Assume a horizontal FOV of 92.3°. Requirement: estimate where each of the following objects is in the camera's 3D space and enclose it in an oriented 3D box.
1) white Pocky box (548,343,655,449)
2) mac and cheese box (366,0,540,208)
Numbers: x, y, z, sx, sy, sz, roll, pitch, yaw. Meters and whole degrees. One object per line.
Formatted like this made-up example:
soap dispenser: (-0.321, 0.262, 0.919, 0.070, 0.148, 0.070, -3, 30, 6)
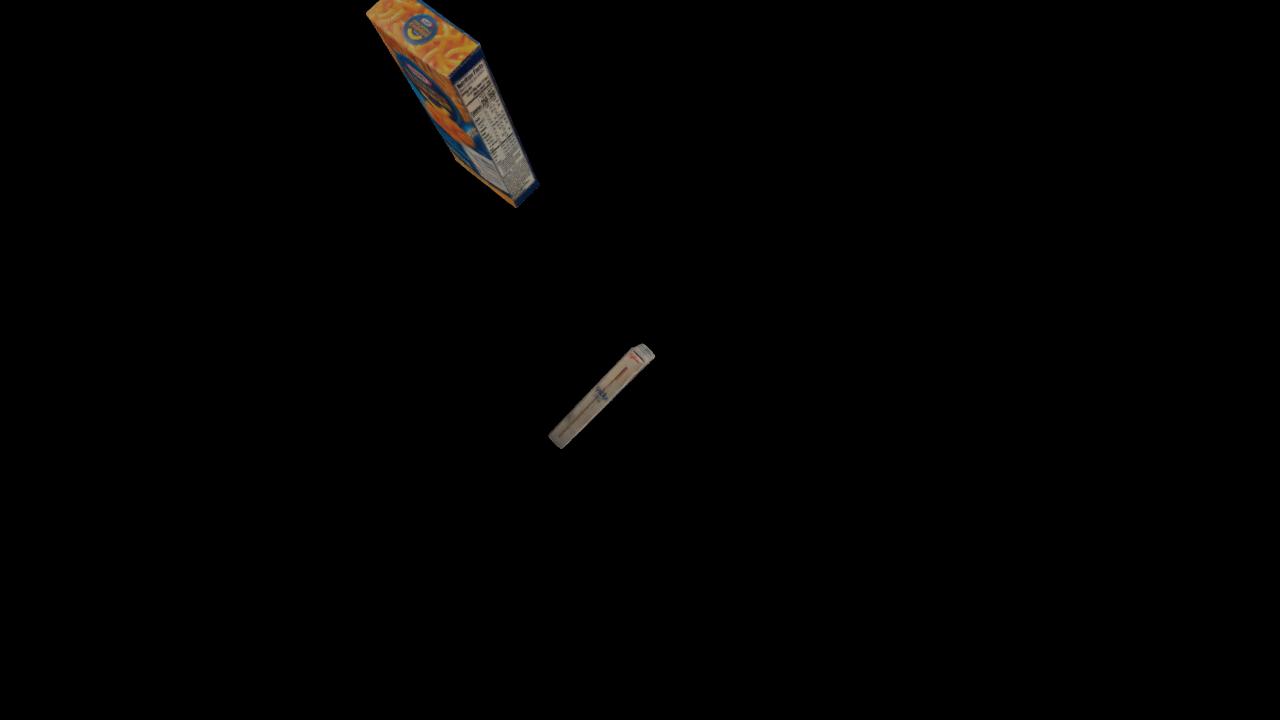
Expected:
white Pocky box: (-0.047, 0.043, 0.775, 0.154, 0.028, 0.084, -45, -2, 11)
mac and cheese box: (-0.149, -0.212, 0.527, 0.093, 0.041, 0.184, 41, -9, 14)
